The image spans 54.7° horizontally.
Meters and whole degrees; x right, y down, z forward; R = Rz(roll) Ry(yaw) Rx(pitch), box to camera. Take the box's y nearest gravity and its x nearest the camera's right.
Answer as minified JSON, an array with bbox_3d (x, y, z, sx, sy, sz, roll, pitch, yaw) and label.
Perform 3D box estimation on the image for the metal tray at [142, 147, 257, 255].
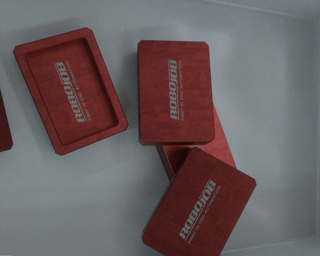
[{"bbox_3d":[0.047,0.099,0.382,0.090,0.030,0.130,29,85,1],"label":"metal tray"}]

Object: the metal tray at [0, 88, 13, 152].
[{"bbox_3d":[-0.205,-0.032,0.303,0.090,0.030,0.129,-20,100,-64],"label":"metal tray"}]

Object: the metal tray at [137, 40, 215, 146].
[{"bbox_3d":[0.018,-0.044,0.391,0.091,0.030,0.129,0,78,-8],"label":"metal tray"}]

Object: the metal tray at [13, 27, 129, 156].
[{"bbox_3d":[-0.103,-0.043,0.369,0.091,0.030,0.129,-23,98,-19],"label":"metal tray"}]

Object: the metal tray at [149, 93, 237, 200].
[{"bbox_3d":[0.045,0.025,0.426,0.091,0.030,0.129,-24,98,-19],"label":"metal tray"}]
